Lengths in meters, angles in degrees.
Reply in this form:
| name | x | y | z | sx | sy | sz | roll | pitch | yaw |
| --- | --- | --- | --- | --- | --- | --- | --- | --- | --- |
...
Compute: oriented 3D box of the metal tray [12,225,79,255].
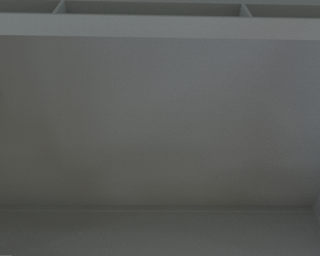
| name | x | y | z | sx | sy | sz | roll | pitch | yaw |
| --- | --- | --- | --- | --- | --- | --- | --- | --- | --- |
| metal tray | -0.186 | 0.218 | 0.486 | 0.091 | 0.130 | 0.030 | 1 | 131 | -1 |
